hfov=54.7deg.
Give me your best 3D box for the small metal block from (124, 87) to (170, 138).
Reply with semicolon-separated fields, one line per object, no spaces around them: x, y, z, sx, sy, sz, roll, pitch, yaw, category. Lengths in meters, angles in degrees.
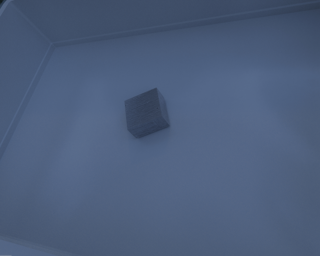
-0.018;-0.020;0.422;0.050;0.025;0.050;-21;54;15;small metal block
